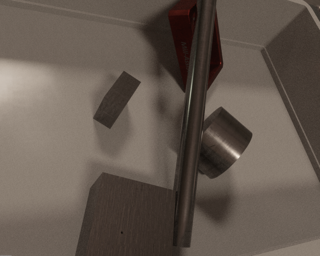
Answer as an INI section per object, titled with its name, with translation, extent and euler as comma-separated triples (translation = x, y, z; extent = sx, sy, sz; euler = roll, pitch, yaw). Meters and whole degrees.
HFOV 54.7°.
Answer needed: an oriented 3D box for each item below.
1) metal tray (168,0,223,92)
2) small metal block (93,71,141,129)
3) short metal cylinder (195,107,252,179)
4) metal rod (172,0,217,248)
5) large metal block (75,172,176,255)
[metal tray]
translation = 0.058, -0.126, 0.457
extent = 0.030, 0.129, 0.090
euler = 9, 44, 30
[small metal block]
translation = -0.053, -0.034, 0.383
extent = 0.025, 0.050, 0.050
euler = 33, 51, -7
[short metal cylinder]
translation = 0.071, 0.019, 0.399
extent = 0.050, 0.080, 0.080
euler = 41, 51, -1
[metal rod]
translation = 0.040, -0.021, 0.360
extent = 0.025, 0.025, 0.299
euler = 14, 75, -21
[large metal block]
translation = -0.033, 0.099, 0.312
extent = 0.081, 0.050, 0.080
euler = 18, 55, -18
